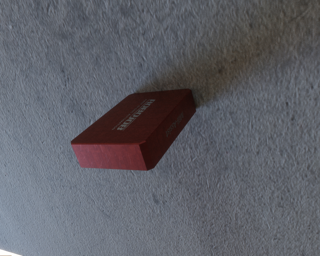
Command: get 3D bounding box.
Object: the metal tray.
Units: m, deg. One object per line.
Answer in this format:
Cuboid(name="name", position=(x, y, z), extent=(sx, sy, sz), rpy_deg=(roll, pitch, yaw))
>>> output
Cuboid(name="metal tray", position=(-0.024, -0.003, 0.348), extent=(0.090, 0.131, 0.030), rpy_deg=(-1, 118, 28))
